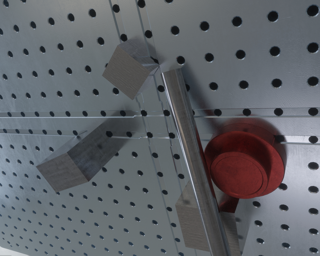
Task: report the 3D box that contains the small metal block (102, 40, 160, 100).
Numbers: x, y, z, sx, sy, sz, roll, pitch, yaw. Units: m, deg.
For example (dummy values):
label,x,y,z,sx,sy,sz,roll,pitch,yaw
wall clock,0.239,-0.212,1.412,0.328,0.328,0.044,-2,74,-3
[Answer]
label,x,y,z,sx,sy,sz,roll,pitch,yaw
small metal block,-0.037,-0.072,0.386,0.050,0.025,0.050,39,129,1

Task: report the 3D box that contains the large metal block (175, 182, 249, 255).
label,x,y,z,sx,sy,sz,roll,pitch,yaw
large metal block,0.075,0.127,0.434,0.080,0.050,0.080,1,119,27

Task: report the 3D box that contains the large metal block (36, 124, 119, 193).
label,x,y,z,sx,sy,sz,roll,pitch,yaw
large metal block,-0.123,0.046,0.469,0.080,0.080,0.050,-22,106,36

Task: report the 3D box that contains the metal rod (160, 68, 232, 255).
label,x,y,z,sx,sy,sz,roll,pitch,yaw
metal rod,0.053,0.076,0.377,0.025,0.025,0.298,-13,96,33

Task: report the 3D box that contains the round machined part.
label,x,y,z,sx,sy,sz,roll,pitch,yaw
round machined part,0.100,0.047,0.377,0.098,0.042,0.097,13,124,21
